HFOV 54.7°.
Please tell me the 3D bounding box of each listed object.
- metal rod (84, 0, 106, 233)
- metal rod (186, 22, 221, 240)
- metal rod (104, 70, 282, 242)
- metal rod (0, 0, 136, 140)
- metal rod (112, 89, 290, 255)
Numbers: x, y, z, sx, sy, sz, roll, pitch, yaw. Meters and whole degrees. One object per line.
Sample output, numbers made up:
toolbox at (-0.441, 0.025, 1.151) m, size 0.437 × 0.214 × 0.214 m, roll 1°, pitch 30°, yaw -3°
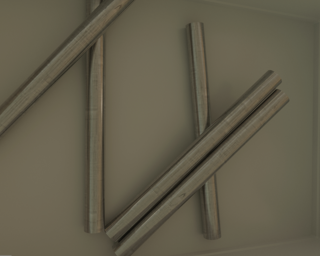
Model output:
metal rod at (-0.080, -0.024, 0.381) m, size 0.025 × 0.025 × 0.298 m, roll 0°, pitch 90°, yaw -20°
metal rod at (0.061, 0.005, 0.434) m, size 0.025 × 0.025 × 0.298 m, roll -6°, pitch 92°, yaw -20°
metal rod at (0.047, 0.032, 0.406) m, size 0.300 × 0.025 × 0.025 m, roll -43°, pitch 104°, yaw -6°
metal rod at (-0.123, -0.063, 0.347) m, size 0.025 × 0.025 × 0.300 m, roll 43°, pitch 83°, yaw -15°
metal rod at (0.057, 0.058, 0.408) m, size 0.300 × 0.025 × 0.025 m, roll -43°, pitch 104°, yaw -6°
